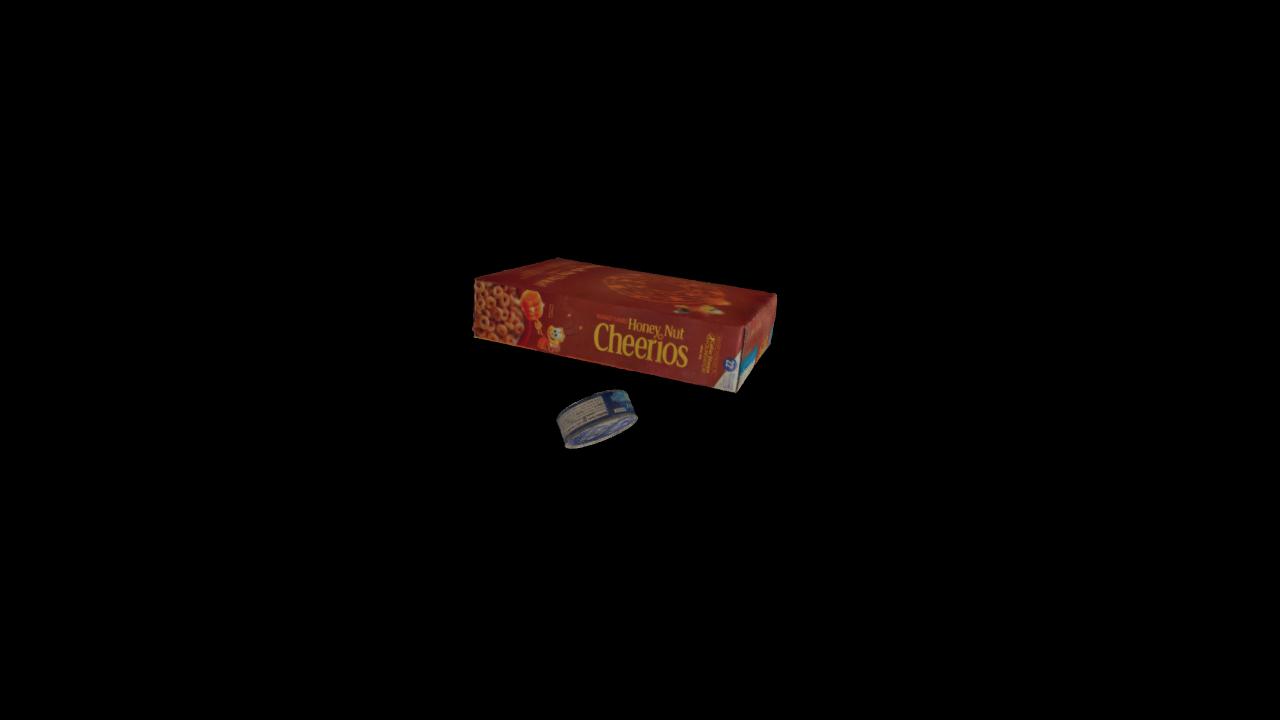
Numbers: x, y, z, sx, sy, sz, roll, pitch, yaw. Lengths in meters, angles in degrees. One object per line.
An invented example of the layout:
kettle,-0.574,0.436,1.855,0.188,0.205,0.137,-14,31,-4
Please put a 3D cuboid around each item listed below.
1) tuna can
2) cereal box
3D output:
tuna can,-0.047,0.064,0.663,0.084,0.034,0.084,-21,-17,-7
cereal box,-0.008,-0.052,0.714,0.306,0.081,0.203,12,19,17
